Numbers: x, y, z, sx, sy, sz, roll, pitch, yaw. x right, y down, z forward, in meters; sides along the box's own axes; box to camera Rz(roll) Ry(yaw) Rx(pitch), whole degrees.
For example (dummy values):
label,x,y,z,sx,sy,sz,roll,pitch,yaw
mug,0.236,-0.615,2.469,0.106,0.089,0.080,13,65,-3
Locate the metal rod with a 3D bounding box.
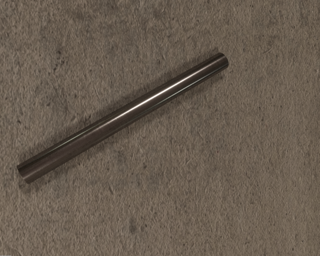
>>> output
label,x,y,z,sx,sy,sz,roll,pitch,yaw
metal rod,-0.033,-0.021,0.397,0.302,0.025,0.025,-31,101,-18
